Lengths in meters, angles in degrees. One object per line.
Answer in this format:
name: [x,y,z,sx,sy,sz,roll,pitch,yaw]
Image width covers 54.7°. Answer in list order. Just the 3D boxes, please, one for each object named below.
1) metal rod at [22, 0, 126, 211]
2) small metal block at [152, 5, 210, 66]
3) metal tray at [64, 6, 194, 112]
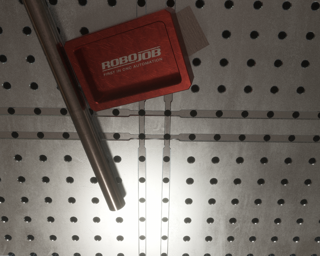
metal rod: [-0.105,-0.020,0.404,0.025,0.025,0.298,-16,110,5]
small metal block: [0.024,-0.111,0.373,0.050,0.025,0.050,-29,108,9]
metal tray: [-0.035,-0.077,0.364,0.130,0.030,0.090,-12,113,17]
